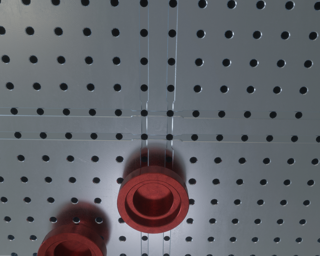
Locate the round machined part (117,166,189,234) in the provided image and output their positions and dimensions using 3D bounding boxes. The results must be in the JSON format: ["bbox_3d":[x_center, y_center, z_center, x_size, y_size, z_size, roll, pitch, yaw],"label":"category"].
[{"bbox_3d":[-0.009,0.097,0.440,0.099,0.042,0.097,0,110,0],"label":"round machined part"}]

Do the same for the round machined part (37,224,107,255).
[{"bbox_3d":[-0.130,0.186,0.472,0.099,0.042,0.097,0,110,0],"label":"round machined part"}]
